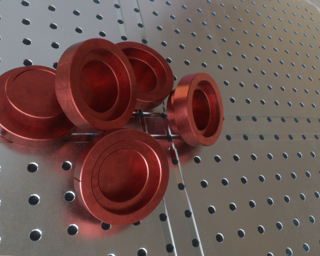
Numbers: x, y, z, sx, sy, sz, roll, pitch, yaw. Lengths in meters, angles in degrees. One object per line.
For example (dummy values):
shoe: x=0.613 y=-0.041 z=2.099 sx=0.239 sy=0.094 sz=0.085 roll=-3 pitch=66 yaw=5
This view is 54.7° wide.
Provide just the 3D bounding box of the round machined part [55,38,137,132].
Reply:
round machined part: x=-0.072 y=-0.044 z=0.334 sx=0.099 sy=0.042 sz=0.097 roll=7 pitch=82 yaw=-55

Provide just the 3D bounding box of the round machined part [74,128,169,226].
round machined part: x=-0.043 y=0.048 z=0.328 sx=0.099 sy=0.042 sz=0.097 roll=-2 pitch=94 yaw=-32

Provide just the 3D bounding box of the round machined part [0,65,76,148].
round machined part: x=-0.135 y=-0.030 z=0.344 sx=0.099 sy=0.042 sz=0.098 roll=14 pitch=56 yaw=-21

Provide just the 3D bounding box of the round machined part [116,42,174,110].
round machined part: x=-0.034 y=-0.066 z=0.420 sx=0.099 sy=0.042 sz=0.098 roll=14 pitch=56 yaw=-21

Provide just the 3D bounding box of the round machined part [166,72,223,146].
round machined part: x=0.045 y=-0.024 z=0.419 sx=0.099 sy=0.042 sz=0.097 roll=7 pitch=81 yaw=-53
